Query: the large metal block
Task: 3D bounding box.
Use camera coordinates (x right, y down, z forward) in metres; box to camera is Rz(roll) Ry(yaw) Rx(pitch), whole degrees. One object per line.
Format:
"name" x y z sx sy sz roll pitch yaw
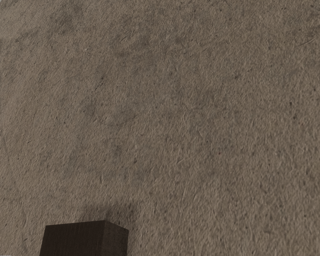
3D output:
"large metal block" -0.085 0.150 0.339 0.080 0.050 0.080 -12 57 21
